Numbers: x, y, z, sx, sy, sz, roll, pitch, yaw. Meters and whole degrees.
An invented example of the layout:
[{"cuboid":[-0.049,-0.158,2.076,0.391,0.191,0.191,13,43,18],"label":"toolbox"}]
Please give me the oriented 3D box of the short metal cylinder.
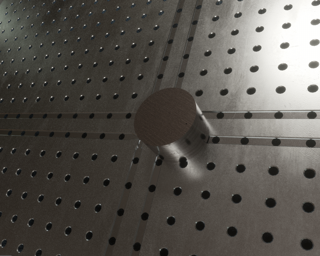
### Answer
[{"cuboid":[0.015,-0.003,0.385,0.080,0.050,0.080,-13,57,21],"label":"short metal cylinder"}]
